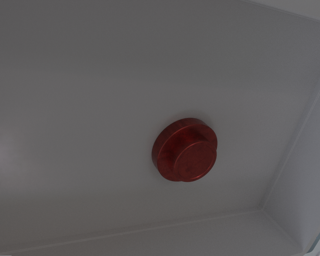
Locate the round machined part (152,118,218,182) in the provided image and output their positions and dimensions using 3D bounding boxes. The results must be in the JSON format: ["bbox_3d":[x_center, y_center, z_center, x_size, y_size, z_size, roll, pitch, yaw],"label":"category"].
[{"bbox_3d":[0.041,0.038,0.443,0.099,0.042,0.097,-14,124,-21],"label":"round machined part"}]
